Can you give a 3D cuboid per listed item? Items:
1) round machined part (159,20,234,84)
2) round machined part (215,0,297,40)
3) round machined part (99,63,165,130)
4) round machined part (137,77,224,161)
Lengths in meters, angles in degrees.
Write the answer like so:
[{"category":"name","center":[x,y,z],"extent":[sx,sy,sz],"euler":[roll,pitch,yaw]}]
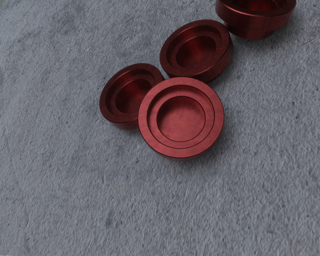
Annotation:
[{"category":"round machined part","center":[0.052,-0.098,0.425],"extent":[0.098,0.042,0.098],"euler":[-13,56,21]},{"category":"round machined part","center":[0.122,-0.153,0.407],"extent":[0.099,0.042,0.098],"euler":[1,49,0]},{"category":"round machined part","center":[-0.032,-0.040,0.434],"extent":[0.098,0.042,0.098],"euler":[-13,56,21]},{"category":"round machined part","center":[0.026,-0.008,0.370],"extent":[0.099,0.042,0.098],"euler":[-2,74,7]}]
